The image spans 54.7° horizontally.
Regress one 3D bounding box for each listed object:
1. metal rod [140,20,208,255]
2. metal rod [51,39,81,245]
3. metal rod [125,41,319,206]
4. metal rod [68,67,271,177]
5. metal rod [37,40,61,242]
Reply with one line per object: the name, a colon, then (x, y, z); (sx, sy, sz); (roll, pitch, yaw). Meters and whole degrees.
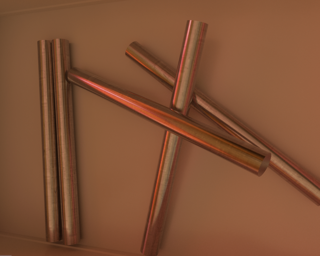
metal rod: (0.015, 0.022, 0.386); (0.025, 0.025, 0.298); (15, 102, 19)
metal rod: (-0.139, 0.019, 0.459); (0.025, 0.025, 0.298); (-4, 89, 20)
metal rod: (0.073, -0.015, 0.384); (0.300, 0.025, 0.025); (40, 103, 15)
metal rod: (-0.014, -0.022, 0.372); (0.300, 0.025, 0.025); (27, 99, 34)
metal rod: (-0.166, 0.019, 0.469); (0.025, 0.025, 0.298); (-3, 89, 20)
